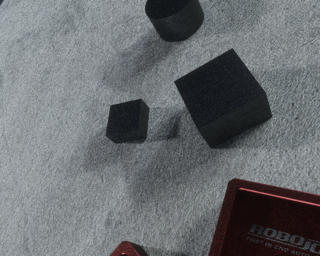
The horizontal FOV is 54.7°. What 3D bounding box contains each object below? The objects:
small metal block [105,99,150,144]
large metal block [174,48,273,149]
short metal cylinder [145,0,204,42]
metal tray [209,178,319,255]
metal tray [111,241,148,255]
[{"bbox_3d":[-0.045,-0.009,0.433,0.050,0.025,0.050,-10,57,22],"label":"small metal block"},{"bbox_3d":[0.074,-0.035,0.371,0.080,0.050,0.080,-29,52,10],"label":"large metal block"},{"bbox_3d":[0.024,-0.183,0.488,0.080,0.050,0.080,-13,56,21],"label":"short metal cylinder"},{"bbox_3d":[0.117,0.103,0.276,0.130,0.030,0.090,8,65,31],"label":"metal tray"},{"bbox_3d":[-0.046,0.193,0.306,0.130,0.030,0.090,-48,51,-6],"label":"metal tray"}]
